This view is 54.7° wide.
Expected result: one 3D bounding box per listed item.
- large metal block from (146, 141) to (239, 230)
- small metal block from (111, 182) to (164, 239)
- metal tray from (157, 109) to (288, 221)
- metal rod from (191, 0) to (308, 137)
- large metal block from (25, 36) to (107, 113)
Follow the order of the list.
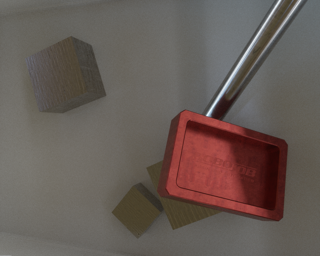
[{"bbox_3d":[0.042,0.067,0.382,0.080,0.050,0.080,-26,82,18],"label":"large metal block"},{"bbox_3d":[-0.028,0.111,0.419,0.050,0.025,0.050,41,103,15],"label":"small metal block"},{"bbox_3d":[0.070,0.042,0.333,0.131,0.030,0.090,16,70,-12],"label":"metal tray"},{"bbox_3d":[0.107,-0.093,0.303,0.025,0.025,0.298,41,129,15],"label":"metal rod"},{"bbox_3d":[-0.134,-0.072,0.443,0.080,0.050,0.080,-19,84,18],"label":"large metal block"}]
